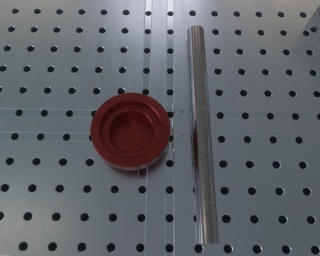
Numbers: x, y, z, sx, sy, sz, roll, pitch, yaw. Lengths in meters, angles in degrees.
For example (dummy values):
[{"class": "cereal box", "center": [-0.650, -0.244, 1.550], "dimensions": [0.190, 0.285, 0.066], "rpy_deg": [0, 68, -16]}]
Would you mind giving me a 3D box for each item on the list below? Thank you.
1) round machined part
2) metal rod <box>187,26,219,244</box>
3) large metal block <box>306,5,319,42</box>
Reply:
[{"class": "round machined part", "center": [-0.036, 0.007, 0.400], "dimensions": [0.099, 0.042, 0.098], "rpy_deg": [0, 70, 0]}, {"class": "metal rod", "center": [0.055, -0.005, 0.413], "dimensions": [0.025, 0.025, 0.299], "rpy_deg": [-1, 70, 0]}, {"class": "large metal block", "center": [0.283, -0.154, 0.456], "dimensions": [0.080, 0.050, 0.080], "rpy_deg": [-27, 72, -9]}]
